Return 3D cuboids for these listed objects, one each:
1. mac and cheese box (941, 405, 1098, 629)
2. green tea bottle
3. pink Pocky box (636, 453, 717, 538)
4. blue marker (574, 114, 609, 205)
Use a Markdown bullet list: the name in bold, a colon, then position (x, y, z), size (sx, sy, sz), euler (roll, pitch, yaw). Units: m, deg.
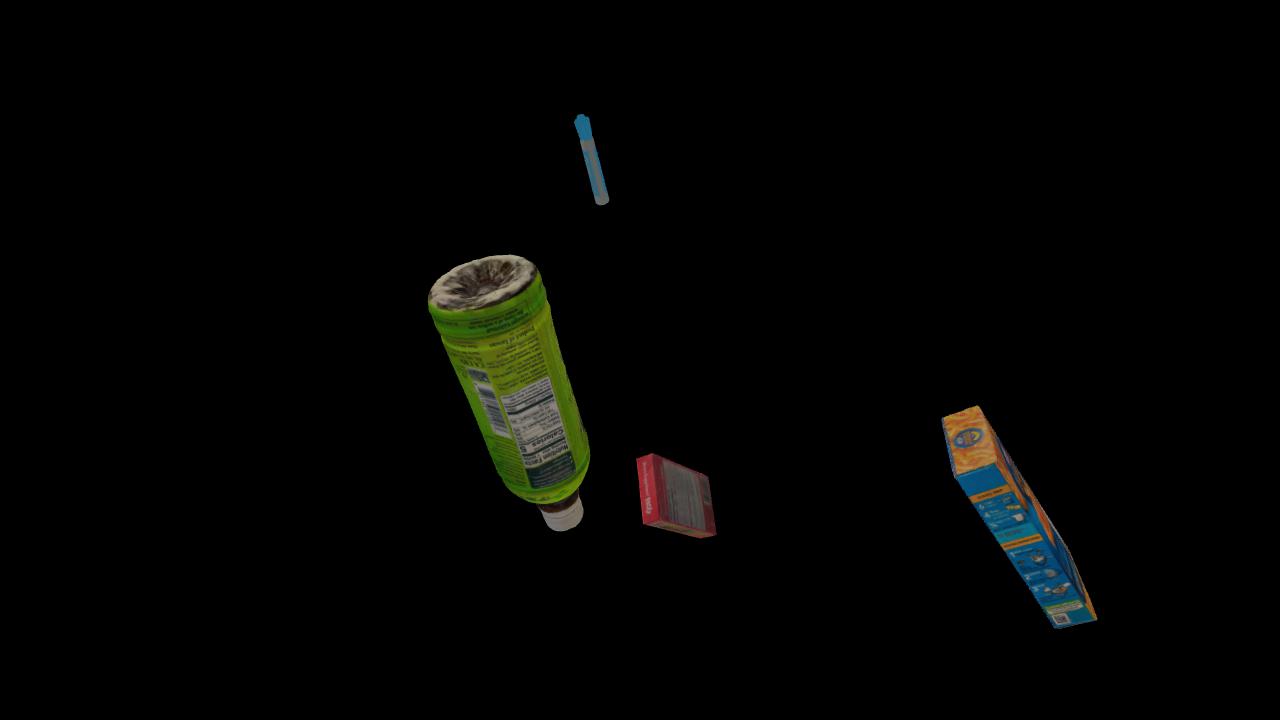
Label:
- **mac and cheese box**: position (0.339, 0.139, 0.554), size (0.041, 0.184, 0.093), euler (-30, 14, 31)
- **green tea bottle**: position (-0.076, 0.037, 0.419), size (0.073, 0.212, 0.073), euler (-7, 33, 5)
- **pink Pocky box**: position (0.049, 0.179, 0.799), size (0.029, 0.084, 0.155), euler (-21, -30, 26)
- **blue marker**: position (-0.060, -0.249, 0.768), size (0.020, 0.020, 0.121), euler (0, -40, 13)
